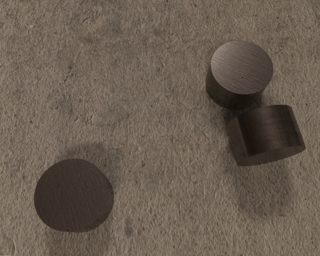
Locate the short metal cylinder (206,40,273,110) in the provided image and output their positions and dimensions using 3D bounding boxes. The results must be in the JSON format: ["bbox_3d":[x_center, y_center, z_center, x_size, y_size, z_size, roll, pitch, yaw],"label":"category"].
[{"bbox_3d":[0.106,-0.071,0.422,0.081,0.050,0.080,0,70,0],"label":"short metal cylinder"}]

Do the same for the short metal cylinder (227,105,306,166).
[{"bbox_3d":[0.127,0.011,0.376,0.081,0.080,0.050,-10,71,-4],"label":"short metal cylinder"}]

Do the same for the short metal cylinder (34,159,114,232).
[{"bbox_3d":[-0.098,0.081,0.364,0.081,0.050,0.080,0,70,0],"label":"short metal cylinder"}]
